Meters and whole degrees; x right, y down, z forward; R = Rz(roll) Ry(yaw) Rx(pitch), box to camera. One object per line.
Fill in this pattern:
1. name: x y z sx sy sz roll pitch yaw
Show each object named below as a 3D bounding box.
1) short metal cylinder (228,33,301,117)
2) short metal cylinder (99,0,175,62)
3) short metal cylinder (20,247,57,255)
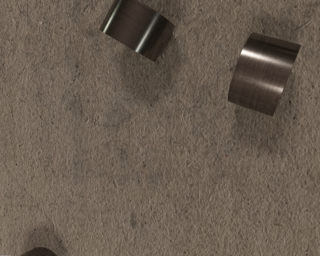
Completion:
1. short metal cylinder: 0.114 -0.058 0.340 0.050 0.080 0.080 22 97 18
2. short metal cylinder: -0.028 -0.125 0.389 0.080 0.080 0.050 34 101 16
3. short metal cylinder: -0.192 0.227 0.461 0.080 0.050 0.079 0 90 19
